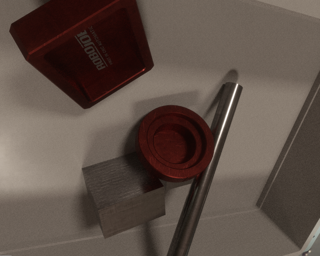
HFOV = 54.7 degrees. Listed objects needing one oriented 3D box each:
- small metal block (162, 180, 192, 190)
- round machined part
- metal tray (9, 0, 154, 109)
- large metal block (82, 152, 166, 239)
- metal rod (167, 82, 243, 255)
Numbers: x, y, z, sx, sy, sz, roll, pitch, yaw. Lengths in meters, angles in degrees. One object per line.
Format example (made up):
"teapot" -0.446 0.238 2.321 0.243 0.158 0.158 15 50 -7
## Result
"small metal block" 0.028 0.061 0.463 0.050 0.025 0.050 -10 123 -24
"round machined part" 0.016 0.023 0.399 0.099 0.098 0.042 -13 160 -22
"metal tray" -0.058 -0.070 0.281 0.090 0.030 0.130 -33 166 -3
"large metal block" -0.047 0.082 0.399 0.081 0.080 0.050 -16 125 -20
"metal rod" 0.053 0.080 0.413 0.025 0.025 0.299 26 80 -37
